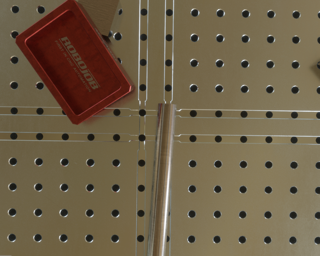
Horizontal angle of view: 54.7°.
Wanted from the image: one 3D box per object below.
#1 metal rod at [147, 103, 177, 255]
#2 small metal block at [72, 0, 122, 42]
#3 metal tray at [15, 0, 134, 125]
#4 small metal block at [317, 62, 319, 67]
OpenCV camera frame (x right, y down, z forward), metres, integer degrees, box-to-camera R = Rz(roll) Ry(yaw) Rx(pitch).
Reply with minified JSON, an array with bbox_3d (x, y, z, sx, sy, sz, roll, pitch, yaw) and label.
[{"bbox_3d":[-0.001,0.117,0.413,0.025,0.025,0.298,4,90,-1],"label":"metal rod"},{"bbox_3d":[-0.084,-0.150,0.412,0.050,0.025,0.050,17,90,-1],"label":"small metal block"},{"bbox_3d":[-0.105,-0.081,0.393,0.090,0.030,0.130,-32,98,8],"label":"metal tray"},{"bbox_3d":[0.253,-0.085,0.417,0.050,0.025,0.050,-39,91,0],"label":"small metal block"}]
